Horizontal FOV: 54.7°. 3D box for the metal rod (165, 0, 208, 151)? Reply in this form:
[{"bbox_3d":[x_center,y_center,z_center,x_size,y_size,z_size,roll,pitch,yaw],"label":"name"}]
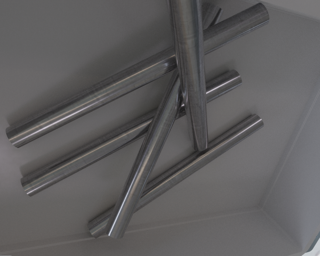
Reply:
[{"bbox_3d":[0.035,-0.040,0.323,0.025,0.025,0.299,-33,154,-6],"label":"metal rod"}]

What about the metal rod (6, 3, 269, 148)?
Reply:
[{"bbox_3d":[-0.022,-0.057,0.335,0.301,0.025,0.025,-27,128,-2],"label":"metal rod"}]

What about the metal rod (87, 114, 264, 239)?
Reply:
[{"bbox_3d":[0.028,0.068,0.465,0.301,0.025,0.025,-32,129,-7],"label":"metal rod"}]

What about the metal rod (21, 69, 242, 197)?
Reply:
[{"bbox_3d":[-0.027,0.001,0.394,0.302,0.025,0.025,-28,128,-11],"label":"metal rod"}]

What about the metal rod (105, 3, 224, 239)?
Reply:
[{"bbox_3d":[0.002,-0.003,0.374,0.025,0.025,0.298,19,98,-36],"label":"metal rod"}]
